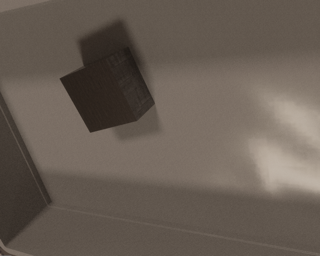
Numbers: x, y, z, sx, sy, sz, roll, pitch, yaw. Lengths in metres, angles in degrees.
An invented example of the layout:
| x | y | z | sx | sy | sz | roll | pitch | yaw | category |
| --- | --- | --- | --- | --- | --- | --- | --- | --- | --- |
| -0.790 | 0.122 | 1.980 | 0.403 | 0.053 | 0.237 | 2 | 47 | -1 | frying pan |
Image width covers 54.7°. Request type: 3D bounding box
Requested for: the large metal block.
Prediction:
| x | y | z | sx | sy | sz | roll | pitch | yaw | category |
| --- | --- | --- | --- | --- | --- | --- | --- | --- | --- |
| -0.066 | -0.047 | 0.397 | 0.080 | 0.050 | 0.080 | -13 | 112 | 33 | large metal block |
